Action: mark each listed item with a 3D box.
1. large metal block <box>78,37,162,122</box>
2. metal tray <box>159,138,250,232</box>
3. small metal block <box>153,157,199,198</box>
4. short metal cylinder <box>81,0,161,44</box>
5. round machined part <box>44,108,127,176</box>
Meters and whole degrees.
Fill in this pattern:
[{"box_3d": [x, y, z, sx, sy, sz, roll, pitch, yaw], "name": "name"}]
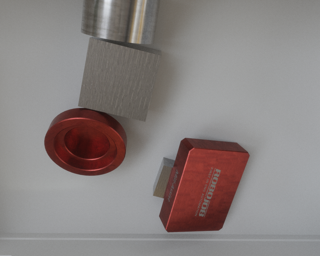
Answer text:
[{"box_3d": [-0.047, -0.061, 0.375, 0.081, 0.050, 0.079, 13, 110, -5], "name": "large metal block"}, {"box_3d": [0.059, 0.081, 0.425, 0.091, 0.030, 0.129, 6, 111, -22], "name": "metal tray"}, {"box_3d": [0.022, 0.075, 0.439, 0.050, 0.025, 0.050, 16, 109, -7], "name": "small metal block"}, {"box_3d": [-0.043, -0.124, 0.336, 0.081, 0.080, 0.050, 9, 110, -4], "name": "short metal cylinder"}, {"box_3d": [-0.092, 0.013, 0.396, 0.099, 0.042, 0.097, 0, 129, 0], "name": "round machined part"}]
